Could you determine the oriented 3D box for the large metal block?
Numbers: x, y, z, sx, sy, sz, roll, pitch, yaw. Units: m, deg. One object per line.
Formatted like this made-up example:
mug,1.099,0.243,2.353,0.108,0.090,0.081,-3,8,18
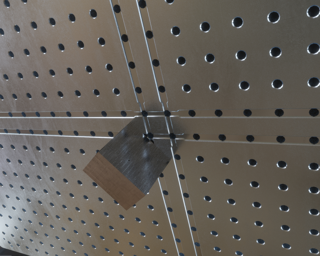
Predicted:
large metal block,-0.044,0.051,0.431,0.080,0.080,0.050,43,129,-2
